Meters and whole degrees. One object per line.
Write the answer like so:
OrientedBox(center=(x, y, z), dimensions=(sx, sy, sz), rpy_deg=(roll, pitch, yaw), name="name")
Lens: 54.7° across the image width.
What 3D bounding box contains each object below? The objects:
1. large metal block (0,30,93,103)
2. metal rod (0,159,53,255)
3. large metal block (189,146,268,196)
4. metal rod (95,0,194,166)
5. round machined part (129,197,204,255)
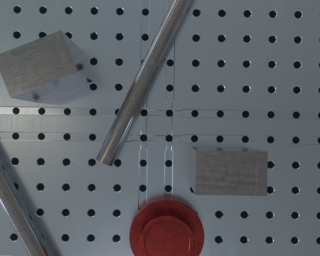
OrientedBox(center=(-0.138, -0.072, 0.385), dimensions=(0.080, 0.080, 0.050), rpy_deg=(-22, 90, 0), name="large metal block")
OrientedBox(center=(-0.185, 0.120, 0.411), dimensions=(0.025, 0.025, 0.299), rpy_deg=(-28, 90, 0), name="metal rod")
OrientedBox(center=(0.080, 0.050, 0.387), dimensions=(0.081, 0.080, 0.050), rpy_deg=(1, 90, 0), name="large metal block")
OrientedBox(center=(-0.009, -0.089, 0.413), dimensions=(0.025, 0.025, 0.299), rpy_deg=(26, 90, 0), name="metal rod")
OrientedBox(center=(0.009, 0.143, 0.405), dimensions=(0.099, 0.042, 0.097), rpy_deg=(0, 90, 0), name="round machined part")
